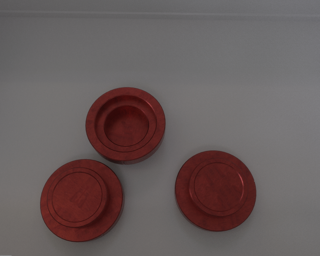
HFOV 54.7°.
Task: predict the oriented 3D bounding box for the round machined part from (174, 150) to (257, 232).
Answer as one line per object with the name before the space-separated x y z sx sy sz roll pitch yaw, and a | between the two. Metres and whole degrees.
round machined part | 0.068 0.074 0.374 0.099 0.042 0.098 0 70 0

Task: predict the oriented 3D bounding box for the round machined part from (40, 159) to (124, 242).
round machined part | -0.094 0.084 0.369 0.099 0.042 0.098 0 70 0

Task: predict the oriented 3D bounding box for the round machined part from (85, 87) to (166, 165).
round machined part | -0.042 0.000 0.400 0.099 0.042 0.098 0 70 0
